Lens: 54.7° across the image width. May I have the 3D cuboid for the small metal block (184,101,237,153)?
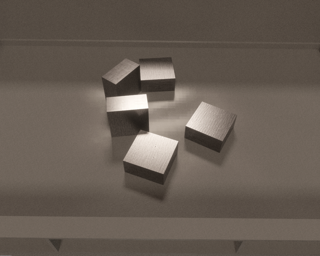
[{"bbox_3d":[0.067,-0.002,0.408,0.050,0.025,0.050,24,54,18],"label":"small metal block"}]

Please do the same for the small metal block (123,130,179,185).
[{"bbox_3d":[-0.010,0.035,0.376,0.050,0.025,0.050,17,52,13],"label":"small metal block"}]

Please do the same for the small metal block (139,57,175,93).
[{"bbox_3d":[-0.005,-0.082,0.474,0.050,0.025,0.050,-4,50,-4],"label":"small metal block"}]

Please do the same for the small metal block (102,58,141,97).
[{"bbox_3d":[-0.053,-0.062,0.440,0.025,0.050,0.050,29,56,22],"label":"small metal block"}]

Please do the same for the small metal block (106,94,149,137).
[{"bbox_3d":[-0.041,-0.015,0.401,0.050,0.050,0.025,-6,51,-5],"label":"small metal block"}]
